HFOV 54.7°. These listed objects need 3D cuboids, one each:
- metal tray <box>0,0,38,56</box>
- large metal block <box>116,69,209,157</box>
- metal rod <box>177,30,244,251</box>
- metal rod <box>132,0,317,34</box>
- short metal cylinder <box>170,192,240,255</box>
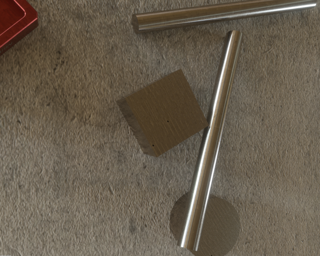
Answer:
[{"bbox_3d":[-0.210,-0.111,0.328,0.130,0.030,0.090,-46,105,-14],"label":"metal tray"},{"bbox_3d":[0.002,-0.019,0.398,0.080,0.050,0.080,-30,100,-18],"label":"large metal block"},{"bbox_3d":[0.070,0.003,0.405,0.025,0.025,0.299,22,71,-19],"label":"metal rod"},{"bbox_3d":[0.106,-0.169,0.449,0.302,0.025,0.025,-15,95,-20],"label":"metal rod"},{"bbox_3d":[0.060,0.129,0.419,0.081,0.050,0.079,0,90,-21],"label":"short metal cylinder"}]
